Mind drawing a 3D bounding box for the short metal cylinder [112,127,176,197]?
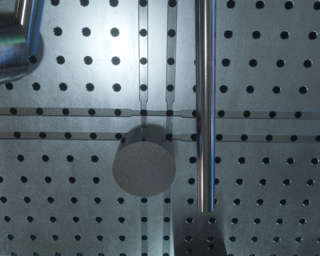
[{"bbox_3d":[-0.020,0.045,0.416,0.081,0.050,0.079,0,110,0],"label":"short metal cylinder"}]

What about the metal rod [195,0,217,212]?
[{"bbox_3d":[0.060,-0.023,0.405,0.025,0.025,0.298,-3,110,1],"label":"metal rod"}]

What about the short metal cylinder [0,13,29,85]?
[{"bbox_3d":[-0.197,-0.086,0.349,0.080,0.050,0.079,12,116,26],"label":"short metal cylinder"}]

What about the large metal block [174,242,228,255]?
[{"bbox_3d":[0.065,0.223,0.467,0.080,0.080,0.050,-6,110,2],"label":"large metal block"}]

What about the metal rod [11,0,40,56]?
[{"bbox_3d":[-0.126,-0.225,0.329,0.025,0.025,0.298,16,109,-6],"label":"metal rod"}]
